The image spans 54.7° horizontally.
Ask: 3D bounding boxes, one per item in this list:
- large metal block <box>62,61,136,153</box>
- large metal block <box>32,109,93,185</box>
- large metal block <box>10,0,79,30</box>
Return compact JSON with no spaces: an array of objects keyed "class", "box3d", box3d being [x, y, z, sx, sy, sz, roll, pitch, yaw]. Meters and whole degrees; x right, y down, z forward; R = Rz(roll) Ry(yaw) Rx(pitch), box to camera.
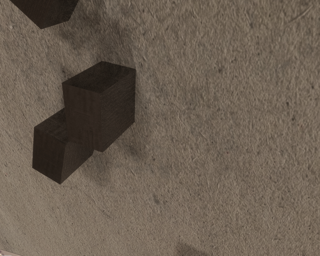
[{"class":"large metal block","box3d":[-0.073,-0.029,0.390,0.050,0.080,0.079,17,125,18]},{"class":"large metal block","box3d":[-0.137,0.021,0.454,0.050,0.080,0.079,28,128,10]},{"class":"large metal block","box3d":[-0.134,-0.175,0.351,0.080,0.050,0.080,43,129,-2]}]
